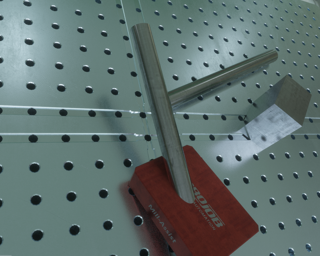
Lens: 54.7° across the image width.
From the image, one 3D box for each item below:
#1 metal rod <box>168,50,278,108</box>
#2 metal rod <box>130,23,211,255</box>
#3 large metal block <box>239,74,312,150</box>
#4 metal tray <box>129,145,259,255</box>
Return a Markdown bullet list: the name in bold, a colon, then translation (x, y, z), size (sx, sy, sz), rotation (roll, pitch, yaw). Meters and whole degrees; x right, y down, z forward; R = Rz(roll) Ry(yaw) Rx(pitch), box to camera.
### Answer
- **metal rod**: translation (0.115, -0.089, 0.524), size (0.302, 0.025, 0.025), rotation (-27, 77, -37)
- **metal rod**: translation (0.013, 0.021, 0.357), size (0.025, 0.025, 0.299), rotation (-9, 80, -32)
- **large metal block**: translation (0.180, -0.024, 0.484), size (0.050, 0.080, 0.080), rotation (39, 51, -2)
- **metal tray**: translation (0.037, 0.088, 0.353), size (0.091, 0.030, 0.130), rotation (-20, 60, -36)
